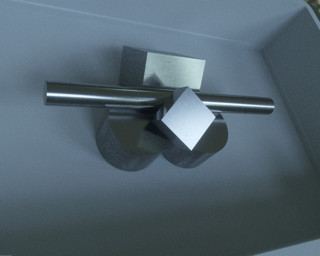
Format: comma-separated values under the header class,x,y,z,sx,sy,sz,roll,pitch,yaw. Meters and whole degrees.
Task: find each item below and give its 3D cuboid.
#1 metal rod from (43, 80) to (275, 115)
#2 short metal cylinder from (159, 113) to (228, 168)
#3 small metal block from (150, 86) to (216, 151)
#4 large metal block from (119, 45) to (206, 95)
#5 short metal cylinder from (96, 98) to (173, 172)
class,x,y,z,sx,sy,sz,roll,pitch,yaw
metal rod,0.021,-0.033,0.373,0.303,0.025,0.025,1,62,-28
short metal cylinder,0.042,0.007,0.408,0.081,0.050,0.080,14,56,-21
small metal block,0.027,-0.011,0.348,0.050,0.025,0.050,45,70,-21
large metal block,0.000,-0.074,0.408,0.081,0.050,0.080,1,18,-28
short metal cylinder,-0.030,0.006,0.370,0.081,0.050,0.080,14,56,-21
